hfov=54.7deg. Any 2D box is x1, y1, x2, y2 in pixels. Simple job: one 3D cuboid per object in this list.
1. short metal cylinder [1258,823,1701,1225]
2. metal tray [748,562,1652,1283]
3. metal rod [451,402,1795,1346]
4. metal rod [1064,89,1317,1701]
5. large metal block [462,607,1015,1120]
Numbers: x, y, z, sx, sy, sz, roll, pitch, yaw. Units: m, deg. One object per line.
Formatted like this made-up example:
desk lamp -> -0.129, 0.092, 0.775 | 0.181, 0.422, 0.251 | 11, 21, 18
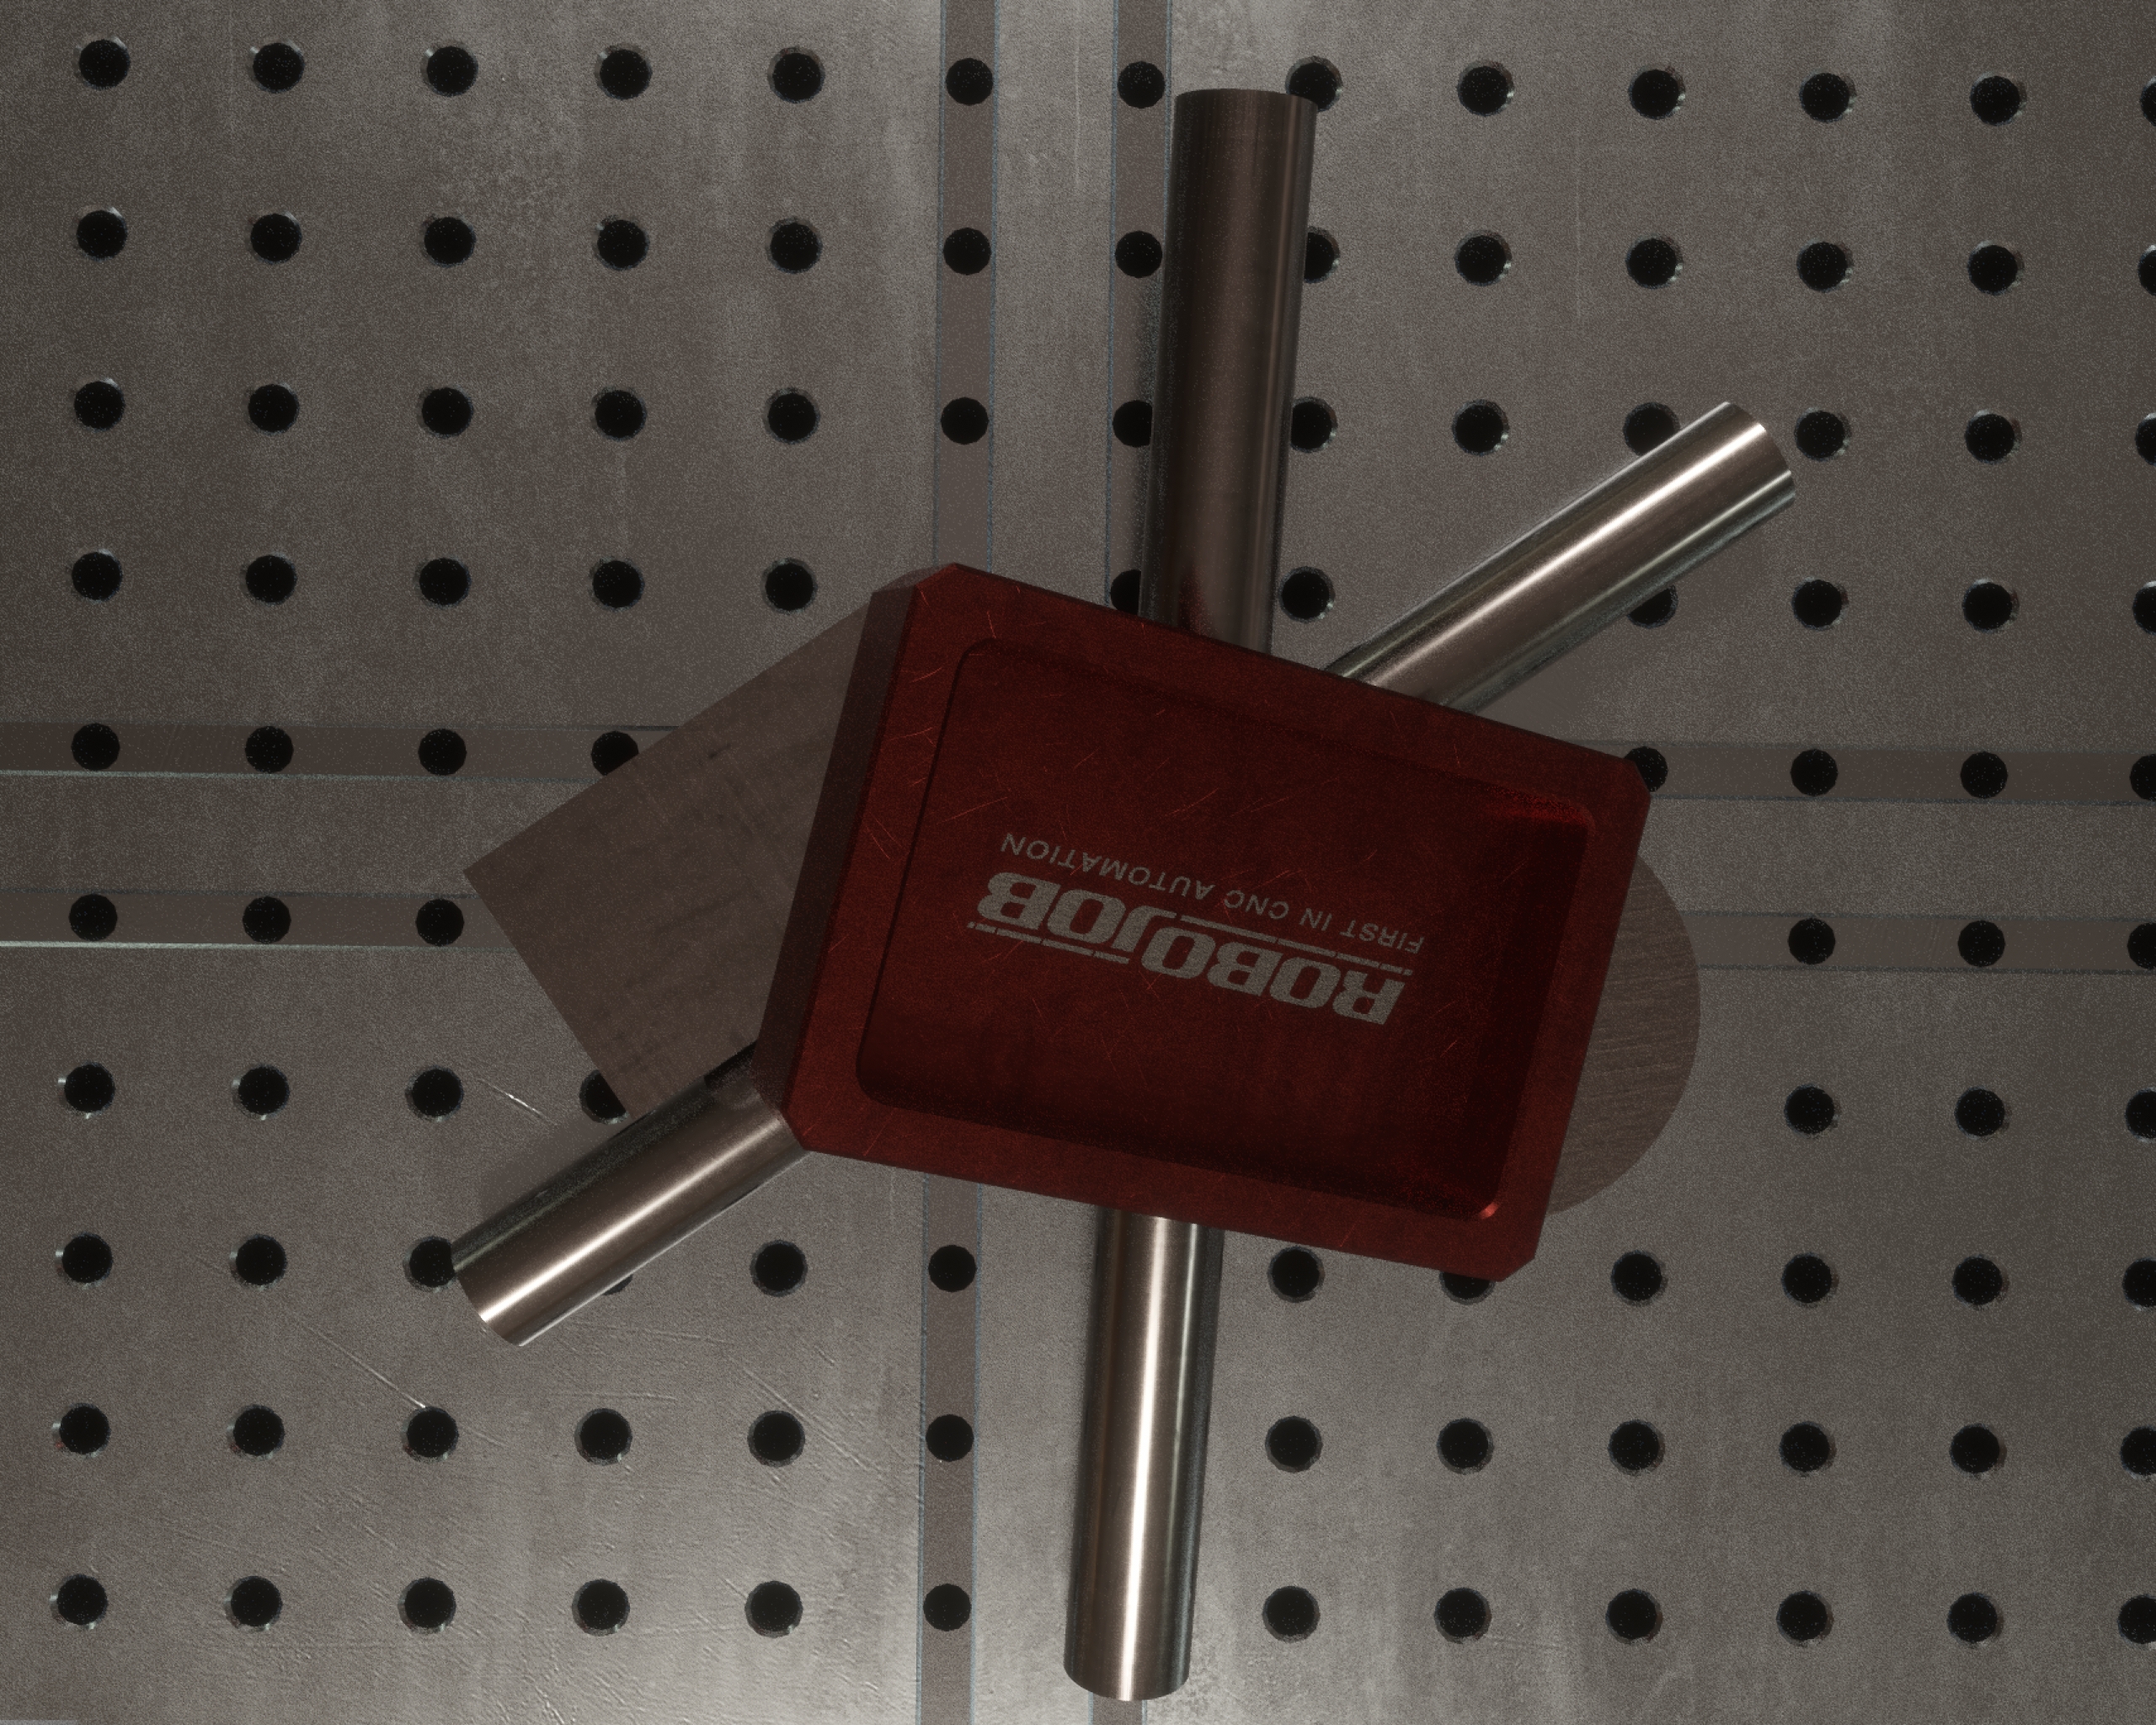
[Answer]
short metal cylinder -> 0.072, 0.026, 0.401 | 0.081, 0.050, 0.079 | 0, 90, -1
metal tray -> 0.022, 0.012, 0.341 | 0.131, 0.030, 0.089 | 14, 90, -19
metal rod -> 0.009, 0.002, 0.414 | 0.301, 0.025, 0.025 | -34, 90, -1
metal rod -> 0.020, 0.013, 0.391 | 0.025, 0.025, 0.298 | 4, 99, -1
large metal block -> -0.054, 0.000, 0.385 | 0.080, 0.080, 0.050 | -34, 90, 0
